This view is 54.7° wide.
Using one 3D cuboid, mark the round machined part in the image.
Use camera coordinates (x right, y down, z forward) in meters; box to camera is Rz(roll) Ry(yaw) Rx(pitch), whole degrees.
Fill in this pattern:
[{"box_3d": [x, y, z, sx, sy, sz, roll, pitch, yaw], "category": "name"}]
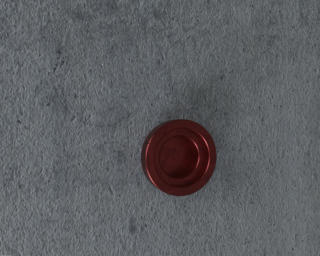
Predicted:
[{"box_3d": [0.021, 0.037, 0.410, 0.099, 0.042, 0.097, 0, 90, -21], "category": "round machined part"}]
